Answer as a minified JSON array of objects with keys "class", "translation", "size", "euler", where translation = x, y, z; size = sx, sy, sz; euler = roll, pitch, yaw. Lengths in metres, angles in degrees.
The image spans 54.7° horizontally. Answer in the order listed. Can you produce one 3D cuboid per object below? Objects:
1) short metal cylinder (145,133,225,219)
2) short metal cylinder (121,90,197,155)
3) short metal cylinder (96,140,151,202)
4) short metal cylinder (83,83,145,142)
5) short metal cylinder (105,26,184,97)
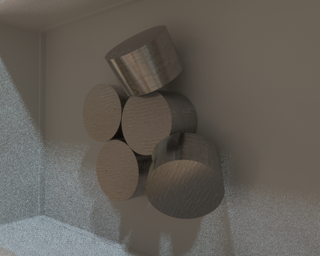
[{"class":"short metal cylinder","translation":[0.027,0.052,0.338],"size":[0.080,0.050,0.079],"euler":[2,121,4]},{"class":"short metal cylinder","translation":[-0.002,-0.007,0.388],"size":[0.080,0.050,0.079],"euler":[0,90,39]},{"class":"short metal cylinder","translation":[-0.041,0.055,0.419],"size":[0.080,0.050,0.079],"euler":[0,90,39]},{"class":"short metal cylinder","translation":[-0.064,-0.021,0.438],"size":[0.080,0.050,0.079],"euler":[0,90,39]},{"class":"short metal cylinder","translation":[-0.018,-0.081,0.373],"size":[0.080,0.080,0.050],"euler":[-4,126,39]}]
